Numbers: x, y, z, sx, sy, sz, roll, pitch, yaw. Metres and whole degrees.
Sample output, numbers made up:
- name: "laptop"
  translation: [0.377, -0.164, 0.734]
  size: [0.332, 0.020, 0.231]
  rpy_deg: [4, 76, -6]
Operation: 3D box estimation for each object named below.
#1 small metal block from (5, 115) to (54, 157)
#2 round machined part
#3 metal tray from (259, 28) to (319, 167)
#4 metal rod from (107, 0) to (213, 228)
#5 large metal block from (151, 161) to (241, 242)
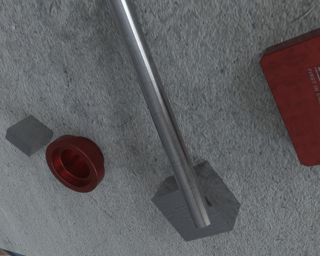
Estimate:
- name: "small metal block"
  translation: [-0.214, 0.012, 0.511]
  size: [0.050, 0.050, 0.025]
  rpy_deg: [37, 129, 3]
- name: "round machined part"
  translation: [-0.130, 0.052, 0.497]
  size: [0.098, 0.042, 0.097]
  rpy_deg: [13, 124, 21]
- name: "metal tray"
  translation: [0.164, -0.029, 0.299]
  size: [0.090, 0.030, 0.130]
  rpy_deg: [-17, 110, 34]
- name: "metal rod"
  translation: [-0.001, -0.025, 0.354]
  size: [0.025, 0.025, 0.299]
  rpy_deg: [-16, 99, 34]
- name: "large metal block"
  translation: [0.050, 0.103, 0.428]
  size: [0.080, 0.050, 0.080]
  rpy_deg: [-31, 102, 38]
